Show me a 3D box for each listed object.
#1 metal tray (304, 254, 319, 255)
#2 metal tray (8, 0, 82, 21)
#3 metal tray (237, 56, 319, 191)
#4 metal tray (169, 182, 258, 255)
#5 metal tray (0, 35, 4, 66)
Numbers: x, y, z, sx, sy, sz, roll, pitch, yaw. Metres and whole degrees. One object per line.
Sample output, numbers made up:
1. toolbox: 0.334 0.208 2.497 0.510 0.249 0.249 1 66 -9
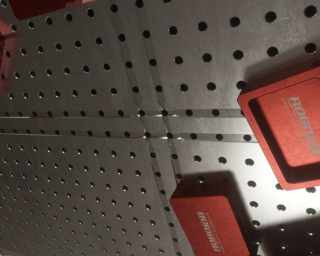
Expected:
1. metal tray: 0.193 0.199 0.406 0.090 0.030 0.130 35 134 -30
2. metal tray: -0.155 -0.202 0.363 0.090 0.030 0.129 -2 118 28
3. metal tray: 0.151 0.001 0.328 0.090 0.030 0.130 -20 108 35
4. metal tray: 0.079 0.142 0.453 0.090 0.030 0.129 -12 113 32
5. metal tray: -0.303 -0.113 0.493 0.090 0.030 0.129 37 129 3
